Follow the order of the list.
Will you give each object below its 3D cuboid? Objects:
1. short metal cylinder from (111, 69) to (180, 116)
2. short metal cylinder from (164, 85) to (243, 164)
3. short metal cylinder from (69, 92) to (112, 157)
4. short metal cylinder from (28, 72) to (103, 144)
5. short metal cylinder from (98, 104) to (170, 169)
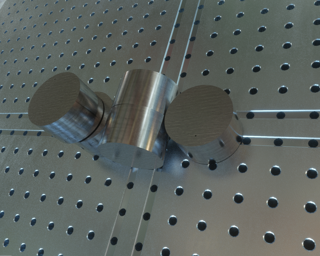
[{"bbox_3d":[-0.019,-0.032,0.403,0.080,0.080,0.050,1,63,29],"label":"short metal cylinder"},{"bbox_3d":[0.052,-0.004,0.366,0.080,0.050,0.080,-13,56,21],"label":"short metal cylinder"},{"bbox_3d":[-0.089,-0.005,0.442,0.080,0.050,0.080,-13,56,21],"label":"short metal cylinder"},{"bbox_3d":[-0.123,-0.026,0.406,0.080,0.050,0.080,-13,56,21],"label":"short metal cylinder"},{"bbox_3d":[-0.030,0.013,0.381,0.080,0.080,0.050,-1,62,28],"label":"short metal cylinder"}]
